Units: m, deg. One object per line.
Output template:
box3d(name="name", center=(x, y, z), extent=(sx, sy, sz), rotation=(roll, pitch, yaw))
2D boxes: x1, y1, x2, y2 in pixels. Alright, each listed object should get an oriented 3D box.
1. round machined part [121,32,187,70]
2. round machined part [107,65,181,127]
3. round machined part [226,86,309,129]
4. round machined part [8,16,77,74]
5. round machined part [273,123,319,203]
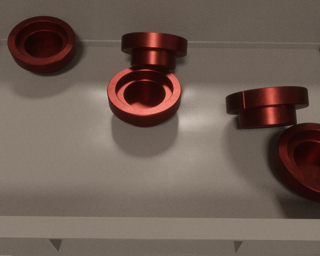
box3d(name="round machined part", center=(-0.009, -0.112, 0.466), extent=(0.099, 0.042, 0.098), rotation=(4, 5, 0))
box3d(name="round machined part", center=(-0.021, -0.039, 0.427), extent=(0.099, 0.042, 0.098), rotation=(0, 50, 0))
box3d(name="round machined part", center=(0.134, -0.022, 0.391), extent=(0.099, 0.098, 0.042), rotation=(-3, 86, -3))
box3d(name="round machined part", center=(-0.181, -0.125, 0.487), extent=(0.099, 0.042, 0.098), rotation=(3, 63, -5))
box3d(name="round machined part", center=(0.181, 0.044, 0.360), extent=(0.099, 0.042, 0.098), rotation=(0, 50, 0))
